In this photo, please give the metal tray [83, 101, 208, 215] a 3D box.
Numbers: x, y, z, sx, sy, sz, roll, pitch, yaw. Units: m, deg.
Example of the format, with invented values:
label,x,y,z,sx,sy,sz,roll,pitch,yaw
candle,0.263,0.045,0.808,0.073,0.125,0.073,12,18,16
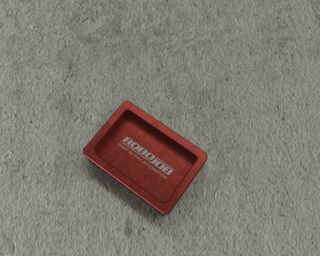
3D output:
label,x,y,z,sx,sy,sz,roll,pitch,yaw
metal tray,-0.018,0.036,0.393,0.130,0.030,0.090,34,73,11
